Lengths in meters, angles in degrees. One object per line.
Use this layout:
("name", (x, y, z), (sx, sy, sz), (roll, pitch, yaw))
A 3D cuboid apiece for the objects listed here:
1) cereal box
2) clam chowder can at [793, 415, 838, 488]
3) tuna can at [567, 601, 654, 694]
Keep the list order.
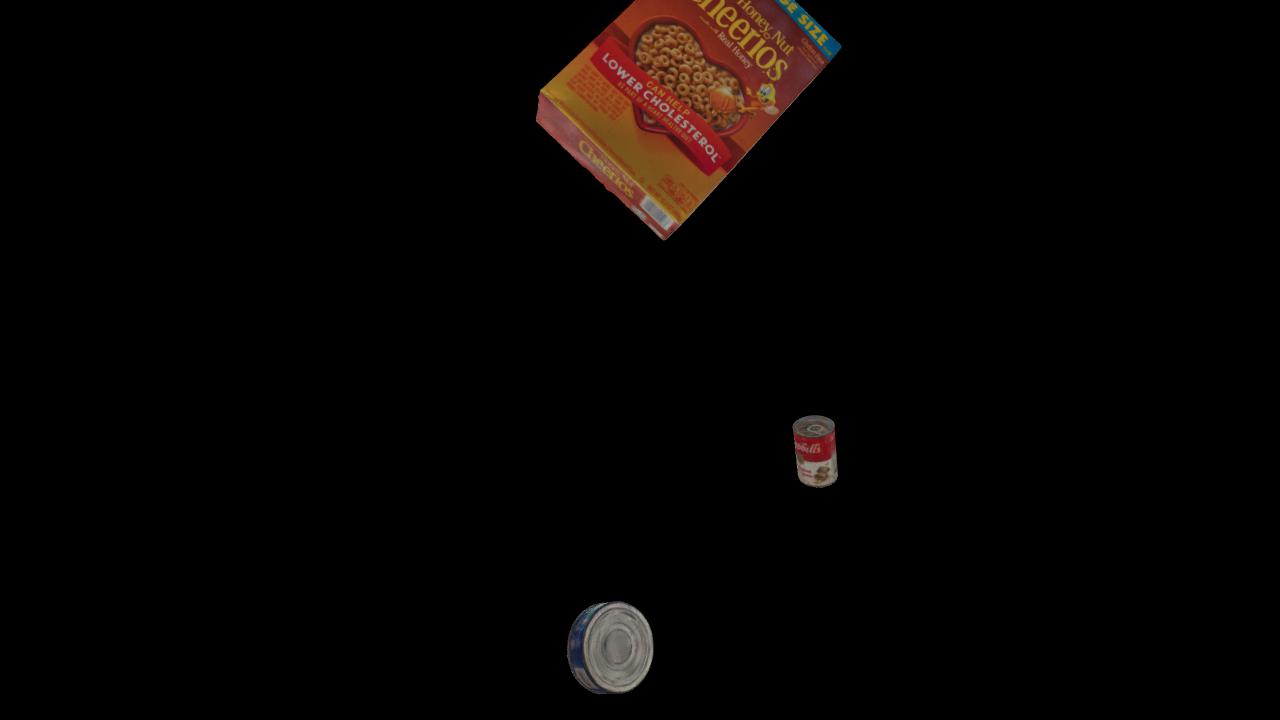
("cereal box", (0.058, -0.315, 0.698), (0.203, 0.306, 0.081), (43, -12, -6))
("clam chowder can", (0.294, 0.153, 1.029), (0.068, 0.102, 0.068), (-10, 23, 4))
("tuna can", (-0.028, 0.286, 0.613), (0.084, 0.084, 0.034), (0, -22, -35))
